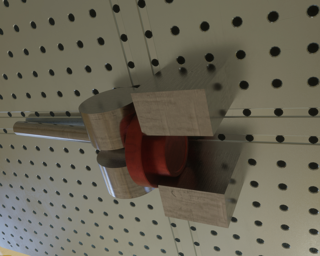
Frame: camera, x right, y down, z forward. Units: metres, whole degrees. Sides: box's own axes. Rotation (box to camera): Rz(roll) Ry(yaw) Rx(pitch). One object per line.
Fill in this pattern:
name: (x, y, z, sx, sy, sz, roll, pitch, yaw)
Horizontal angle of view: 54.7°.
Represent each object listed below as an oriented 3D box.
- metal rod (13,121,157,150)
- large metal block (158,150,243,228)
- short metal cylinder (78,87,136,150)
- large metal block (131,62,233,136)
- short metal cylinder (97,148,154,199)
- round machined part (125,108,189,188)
metal rod: (-0.115, 0.010, 0.463, 0.300, 0.025, 0.025, 4, 121, 30)
large metal block: (0.055, 0.072, 0.392, 0.080, 0.080, 0.050, 3, 120, 27)
short metal cylinder: (-0.057, -0.014, 0.397, 0.080, 0.080, 0.050, 1, 119, 28)
large metal block: (0.028, -0.033, 0.342, 0.080, 0.080, 0.050, 0, 118, 28)
short metal cylinder: (-0.041, 0.052, 0.429, 0.080, 0.080, 0.050, 2, 120, 27)
round machined part: (0.002, 0.024, 0.377, 0.042, 0.098, 0.097, 1, 119, 28)
